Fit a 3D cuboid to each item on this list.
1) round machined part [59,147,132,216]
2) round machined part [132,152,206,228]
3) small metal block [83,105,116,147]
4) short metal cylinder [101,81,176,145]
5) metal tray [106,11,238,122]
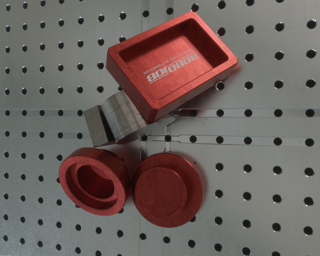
[{"bbox_3d":[-0.082,0.067,0.417,0.098,0.042,0.097,10,121,17],"label":"round machined part"},{"bbox_3d":[0.006,0.081,0.401,0.098,0.042,0.097,0,90,19],"label":"round machined part"},{"bbox_3d":[-0.071,-0.003,0.422,0.025,0.050,0.050,-21,83,28],"label":"small metal block"},{"bbox_3d":[-0.027,-0.018,0.392,0.080,0.080,0.050,-27,82,18],"label":"short metal cylinder"},{"bbox_3d":[0.015,-0.076,0.363,0.131,0.030,0.090,-32,76,-24],"label":"metal tray"}]
